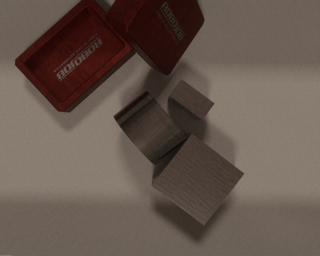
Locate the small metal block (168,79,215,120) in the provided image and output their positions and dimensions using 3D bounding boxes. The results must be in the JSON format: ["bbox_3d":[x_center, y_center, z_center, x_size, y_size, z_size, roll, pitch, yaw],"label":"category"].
[{"bbox_3d":[0.039,-0.035,0.399,0.050,0.050,0.025,36,90,-1],"label":"small metal block"}]

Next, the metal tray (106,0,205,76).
[{"bbox_3d":[0.002,-0.125,0.357,0.030,0.130,0.090,34,92,23],"label":"metal tray"}]

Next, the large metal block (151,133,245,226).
[{"bbox_3d":[0.046,0.062,0.400,0.080,0.050,0.080,38,90,-1],"label":"large metal block"}]

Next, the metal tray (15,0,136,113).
[{"bbox_3d":[-0.108,-0.094,0.407,0.130,0.030,0.090,-42,91,-1],"label":"metal tray"}]

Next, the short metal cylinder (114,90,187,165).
[{"bbox_3d":[-0.012,-0.001,0.384,0.050,0.080,0.080,-40,91,0],"label":"short metal cylinder"}]
